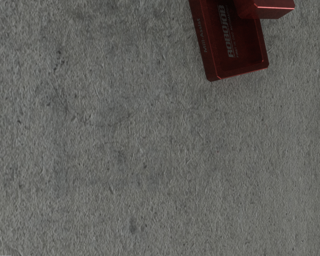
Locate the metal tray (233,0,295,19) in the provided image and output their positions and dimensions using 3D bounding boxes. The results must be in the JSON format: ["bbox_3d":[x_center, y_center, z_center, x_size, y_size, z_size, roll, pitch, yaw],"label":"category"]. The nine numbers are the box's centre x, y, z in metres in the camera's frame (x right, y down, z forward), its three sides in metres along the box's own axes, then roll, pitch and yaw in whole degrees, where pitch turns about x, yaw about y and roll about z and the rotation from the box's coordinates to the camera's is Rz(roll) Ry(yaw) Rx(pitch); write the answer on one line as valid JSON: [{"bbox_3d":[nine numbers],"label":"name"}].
[{"bbox_3d":[0.133,-0.220,0.434,0.091,0.030,0.129,-13,84,-33],"label":"metal tray"}]

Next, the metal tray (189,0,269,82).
[{"bbox_3d":[0.099,-0.139,0.444,0.091,0.030,0.129,-16,96,-20],"label":"metal tray"}]
